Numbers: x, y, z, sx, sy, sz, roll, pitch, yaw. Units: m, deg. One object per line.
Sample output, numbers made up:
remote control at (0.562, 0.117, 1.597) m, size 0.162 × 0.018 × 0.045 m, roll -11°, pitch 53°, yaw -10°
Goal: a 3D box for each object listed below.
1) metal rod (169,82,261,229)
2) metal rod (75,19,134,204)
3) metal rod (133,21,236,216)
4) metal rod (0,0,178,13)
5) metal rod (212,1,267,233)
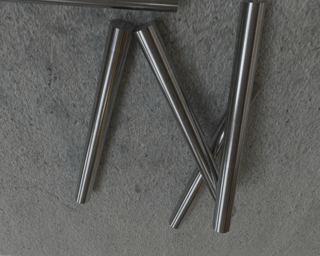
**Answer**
metal rod at (0.067, 0.058, 0.457) m, size 0.025 × 0.025 × 0.298 m, roll 12°, pitch 129°, yaw -10°
metal rod at (-0.082, 0.003, 0.408) m, size 0.025 × 0.025 × 0.298 m, roll 13°, pitch 129°, yaw -11°
metal rod at (0.043, 0.011, 0.392) m, size 0.025 × 0.025 × 0.299 m, roll -19°, pitch 121°, yaw 15°
metal rod at (-0.134, -0.132, 0.293) m, size 0.302 × 0.025 × 0.025 m, roll 3°, pitch 130°, yaw -3°
metal rod at (0.089, 0.008, 0.372) m, size 0.025 × 0.025 × 0.298 m, roll 1°, pitch 117°, yaw -1°
